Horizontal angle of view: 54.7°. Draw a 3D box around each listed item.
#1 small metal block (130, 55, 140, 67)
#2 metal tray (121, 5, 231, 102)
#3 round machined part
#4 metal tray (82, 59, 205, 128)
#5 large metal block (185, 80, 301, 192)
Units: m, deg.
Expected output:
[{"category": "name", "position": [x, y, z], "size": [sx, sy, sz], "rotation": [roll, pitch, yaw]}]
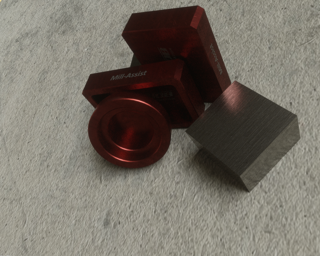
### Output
[{"category": "small metal block", "position": [-0.018, -0.082, 0.446], "size": [0.025, 0.050, 0.050], "rotation": [-4, 60, 26]}, {"category": "metal tray", "position": [0.025, -0.081, 0.371], "size": [0.090, 0.130, 0.030], "rotation": [5, 62, 30]}, {"category": "round machined part", "position": [-0.035, -0.001, 0.382], "size": [0.098, 0.098, 0.042], "rotation": [-20, 27, 16]}, {"category": "metal tray", "position": [-0.019, -0.035, 0.390], "size": [0.130, 0.090, 0.030], "rotation": [-4, 54, 25]}, {"category": "large metal block", "position": [0.089, 0.008, 0.336], "size": [0.080, 0.050, 0.080], "rotation": [-45, 51, -4]}]
